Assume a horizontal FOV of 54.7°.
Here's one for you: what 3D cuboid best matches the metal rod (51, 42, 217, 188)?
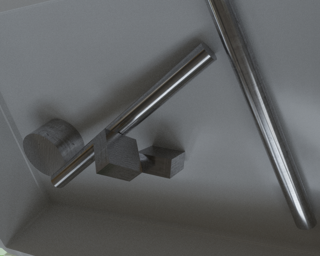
[{"bbox_3d":[-0.051,-0.001,0.401,0.299,0.025,0.025,-38,97,28],"label":"metal rod"}]

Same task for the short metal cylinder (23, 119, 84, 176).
[{"bbox_3d":[-0.170,0.032,0.499,0.080,0.050,0.079,13,124,20],"label":"short metal cylinder"}]

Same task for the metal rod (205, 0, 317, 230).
[{"bbox_3d":[0.116,-0.009,0.341,0.025,0.025,0.299,-15,111,34],"label":"metal rod"}]

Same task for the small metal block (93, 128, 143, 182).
[{"bbox_3d":[-0.052,0.034,0.382,0.050,0.050,0.025,23,129,-40],"label":"small metal block"}]

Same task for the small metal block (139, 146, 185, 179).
[{"bbox_3d":[0.001,0.044,0.414,0.050,0.050,0.025,9,101,23],"label":"small metal block"}]
